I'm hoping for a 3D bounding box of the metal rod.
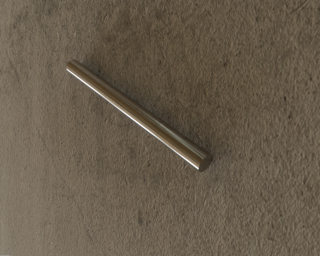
[{"bbox_3d":[-0.047,-0.032,0.445,0.300,0.025,0.025,36,112,34],"label":"metal rod"}]
